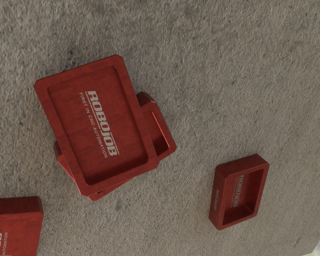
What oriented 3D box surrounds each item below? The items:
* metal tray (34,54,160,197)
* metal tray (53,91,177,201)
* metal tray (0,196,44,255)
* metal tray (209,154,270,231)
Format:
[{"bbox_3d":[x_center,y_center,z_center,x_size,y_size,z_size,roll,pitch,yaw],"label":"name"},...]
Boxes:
[{"bbox_3d":[-0.064,-0.003,0.332,0.091,0.030,0.129,-21,105,-11],"label":"metal tray"},{"bbox_3d":[-0.052,0.024,0.389,0.131,0.030,0.090,-32,129,-8],"label":"metal tray"},{"bbox_3d":[-0.202,0.147,0.384,0.091,0.030,0.129,4,117,-30],"label":"metal tray"},{"bbox_3d":[0.138,0.115,0.549,0.091,0.030,0.129,-13,124,-22],"label":"metal tray"}]
